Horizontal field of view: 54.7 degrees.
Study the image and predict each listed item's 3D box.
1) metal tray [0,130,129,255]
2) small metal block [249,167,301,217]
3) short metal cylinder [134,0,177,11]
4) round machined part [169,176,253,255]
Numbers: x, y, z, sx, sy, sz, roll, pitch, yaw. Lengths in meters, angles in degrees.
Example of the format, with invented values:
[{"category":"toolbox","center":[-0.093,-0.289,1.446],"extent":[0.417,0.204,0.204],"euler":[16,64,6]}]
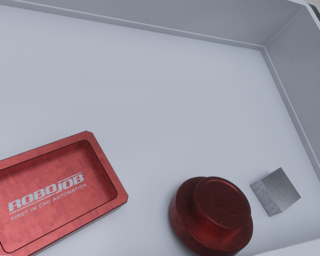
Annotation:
[{"category":"metal tray","center":[-0.108,0.065,0.305],"extent":[0.131,0.030,0.090],"euler":[-22,74,-36]},{"category":"small metal block","center":[0.164,0.091,0.442],"extent":[0.050,0.025,0.050],"euler":[-19,72,-36]},{"category":"short metal cylinder","center":[-0.009,-0.246,0.520],"extent":[0.081,0.080,0.050],"euler":[8,59,-25]},{"category":"round machined part","center":[0.064,0.095,0.357],"extent":[0.099,0.042,0.098],"euler":[15,40,-13]}]
